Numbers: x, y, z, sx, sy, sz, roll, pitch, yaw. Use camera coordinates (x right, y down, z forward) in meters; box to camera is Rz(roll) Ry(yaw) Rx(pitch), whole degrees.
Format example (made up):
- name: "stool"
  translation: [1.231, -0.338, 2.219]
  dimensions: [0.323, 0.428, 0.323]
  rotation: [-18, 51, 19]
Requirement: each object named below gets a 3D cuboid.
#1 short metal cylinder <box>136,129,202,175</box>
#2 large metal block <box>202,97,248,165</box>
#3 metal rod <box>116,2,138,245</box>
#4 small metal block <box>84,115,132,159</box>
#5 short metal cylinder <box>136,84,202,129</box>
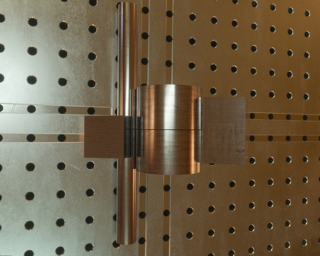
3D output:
- name: "short metal cylinder"
  translation: [0.011, 0.027, 0.383]
  dimensions: [0.081, 0.080, 0.050]
  rotation: [1, 90, -20]
- name: "large metal block"
  translation: [0.087, 0.003, 0.404]
  dimensions: [0.050, 0.080, 0.079]
  rotation: [1, 90, 18]
- name: "metal rod"
  translation: [-0.041, -0.005, 0.393]
  dimensions: [0.025, 0.025, 0.298]
  rotation: [0, 90, -20]
- name: "small metal block"
  translation: [-0.062, 0.010, 0.374]
  dimensions: [0.050, 0.025, 0.050]
  rotation: [0, 89, 14]
- name: "short metal cylinder"
  translation: [0.011, -0.024, 0.383]
  dimensions: [0.081, 0.080, 0.050]
  rotation: [1, 90, -20]
